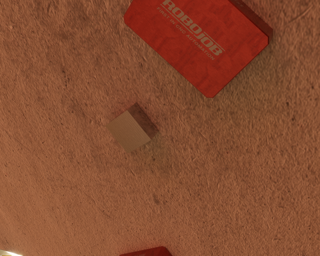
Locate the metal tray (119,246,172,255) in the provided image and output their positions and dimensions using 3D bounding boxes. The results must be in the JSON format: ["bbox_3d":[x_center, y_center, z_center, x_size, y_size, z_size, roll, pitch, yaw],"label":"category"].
[{"bbox_3d":[-0.018,0.274,0.581,0.130,0.030,0.090,-28,103,37],"label":"metal tray"}]

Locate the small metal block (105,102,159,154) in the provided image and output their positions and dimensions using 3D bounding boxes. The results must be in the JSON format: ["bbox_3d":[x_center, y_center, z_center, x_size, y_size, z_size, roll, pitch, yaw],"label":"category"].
[{"bbox_3d":[-0.039,0.000,0.426,0.050,0.025,0.050,-31,102,37],"label":"small metal block"}]

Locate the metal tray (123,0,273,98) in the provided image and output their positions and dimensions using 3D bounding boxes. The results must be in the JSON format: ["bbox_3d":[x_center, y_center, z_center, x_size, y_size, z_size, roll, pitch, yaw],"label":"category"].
[{"bbox_3d":[0.036,-0.105,0.319,0.130,0.030,0.090,42,129,-2],"label":"metal tray"}]
